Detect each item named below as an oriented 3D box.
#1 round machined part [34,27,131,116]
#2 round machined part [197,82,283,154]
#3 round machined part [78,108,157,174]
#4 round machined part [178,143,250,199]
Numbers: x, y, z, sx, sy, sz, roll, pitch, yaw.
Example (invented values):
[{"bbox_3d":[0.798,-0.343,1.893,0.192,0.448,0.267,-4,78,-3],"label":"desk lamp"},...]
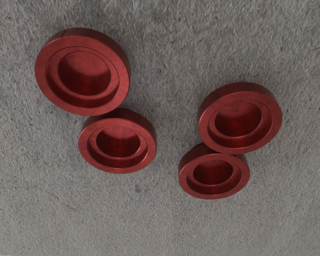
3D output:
[{"bbox_3d":[-0.081,-0.064,0.341,0.099,0.042,0.097,0,130,0],"label":"round machined part"},{"bbox_3d":[0.095,-0.016,0.383,0.099,0.042,0.097,0,130,0],"label":"round machined part"},{"bbox_3d":[-0.053,0.012,0.406,0.099,0.042,0.097,0,130,0],"label":"round machined part"},{"bbox_3d":[0.075,0.056,0.444,0.099,0.042,0.097,0,131,0],"label":"round machined part"}]
